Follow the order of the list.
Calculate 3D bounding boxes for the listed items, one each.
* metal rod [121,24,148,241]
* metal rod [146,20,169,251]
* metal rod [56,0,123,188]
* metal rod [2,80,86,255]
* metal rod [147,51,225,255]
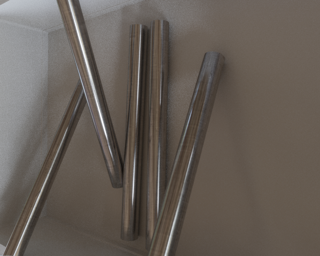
[{"bbox_3d":[-0.037,0.008,0.437,0.025,0.025,0.298,5,93,40],"label":"metal rod"},{"bbox_3d":[-0.004,0.011,0.409,0.025,0.025,0.298,2,91,40],"label":"metal rod"},{"bbox_3d":[-0.087,-0.053,0.401,0.025,0.025,0.298,8,120,40],"label":"metal rod"},{"bbox_3d":[-0.162,0.057,0.459,0.025,0.025,0.299,0,64,40],"label":"metal rod"},{"bbox_3d":[0.021,0.055,0.310,0.025,0.025,0.299,1,66,40],"label":"metal rod"}]
